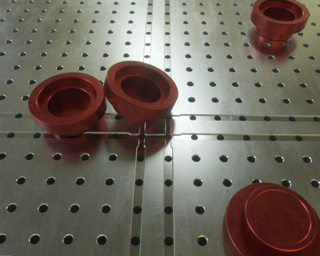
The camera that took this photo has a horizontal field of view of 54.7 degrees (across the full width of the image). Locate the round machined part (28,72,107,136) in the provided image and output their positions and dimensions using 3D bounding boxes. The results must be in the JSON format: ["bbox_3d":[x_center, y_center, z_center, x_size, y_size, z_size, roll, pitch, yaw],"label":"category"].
[{"bbox_3d":[-0.121,-0.028,0.418,0.099,0.042,0.098,0,50,0],"label":"round machined part"}]

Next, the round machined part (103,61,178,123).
[{"bbox_3d":[-0.028,-0.045,0.422,0.099,0.042,0.098,13,44,-13],"label":"round machined part"}]

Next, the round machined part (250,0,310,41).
[{"bbox_3d":[0.214,-0.197,0.565,0.099,0.042,0.098,0,50,0],"label":"round machined part"}]

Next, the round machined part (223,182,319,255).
[{"bbox_3d":[0.117,0.098,0.316,0.099,0.042,0.098,0,50,0],"label":"round machined part"}]
